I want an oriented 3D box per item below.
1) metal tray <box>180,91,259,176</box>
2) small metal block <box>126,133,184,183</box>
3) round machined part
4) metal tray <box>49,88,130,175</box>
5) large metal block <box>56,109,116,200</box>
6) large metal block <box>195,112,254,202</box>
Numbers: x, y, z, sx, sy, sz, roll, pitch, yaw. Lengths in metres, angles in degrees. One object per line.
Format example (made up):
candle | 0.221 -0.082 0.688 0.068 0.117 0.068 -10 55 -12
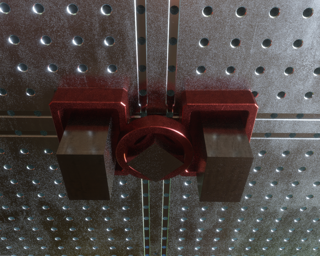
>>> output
metal tray | 0.072 0.012 0.418 0.091 0.030 0.129 0 130 0
small metal block | -0.006 0.036 0.389 0.050 0.025 0.050 37 121 -27
round machined part | -0.007 0.022 0.407 0.099 0.042 0.097 0 130 0
metal tray | -0.086 0.010 0.414 0.091 0.030 0.129 0 130 -1
large metal block | -0.086 0.033 0.385 0.050 0.080 0.079 1 130 -1
large metal block | 0.075 0.036 0.389 0.050 0.080 0.079 1 130 -1
